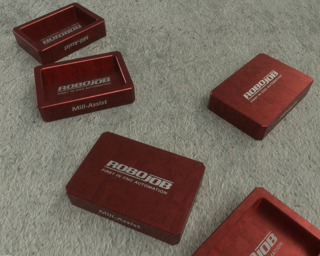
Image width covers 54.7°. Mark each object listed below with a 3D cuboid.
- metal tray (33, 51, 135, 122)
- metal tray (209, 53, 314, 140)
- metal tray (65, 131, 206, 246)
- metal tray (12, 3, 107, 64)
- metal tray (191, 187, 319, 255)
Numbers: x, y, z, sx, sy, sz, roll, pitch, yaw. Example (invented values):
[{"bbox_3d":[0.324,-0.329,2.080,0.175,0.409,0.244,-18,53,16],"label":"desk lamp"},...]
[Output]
[{"bbox_3d":[-0.110,-0.064,0.452,0.131,0.030,0.090,-14,51,-12],"label":"metal tray"},{"bbox_3d":[0.144,-0.050,0.442,0.090,0.030,0.131,37,59,27],"label":"metal tray"},{"bbox_3d":[-0.025,0.062,0.347,0.130,0.030,0.090,18,52,14],"label":"metal tray"},{"bbox_3d":[-0.171,-0.167,0.538,0.090,0.030,0.131,37,59,27],"label":"metal tray"},{"bbox_3d":[0.090,0.128,0.292,0.131,0.030,0.090,-36,59,-27],"label":"metal tray"}]
